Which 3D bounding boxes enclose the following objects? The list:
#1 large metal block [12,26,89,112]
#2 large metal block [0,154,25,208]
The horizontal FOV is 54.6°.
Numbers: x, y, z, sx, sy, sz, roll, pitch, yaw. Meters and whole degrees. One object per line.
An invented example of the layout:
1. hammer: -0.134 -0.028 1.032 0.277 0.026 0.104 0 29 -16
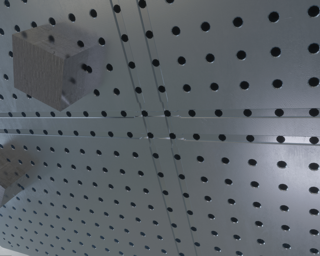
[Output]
1. large metal block: -0.150 -0.082 0.425 0.080 0.050 0.079 27 128 11
2. large metal block: -0.335 0.106 0.639 0.080 0.050 0.080 38 129 2
